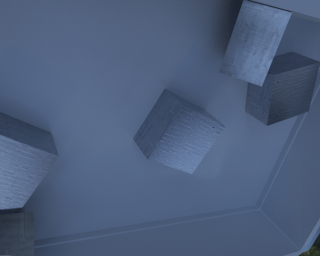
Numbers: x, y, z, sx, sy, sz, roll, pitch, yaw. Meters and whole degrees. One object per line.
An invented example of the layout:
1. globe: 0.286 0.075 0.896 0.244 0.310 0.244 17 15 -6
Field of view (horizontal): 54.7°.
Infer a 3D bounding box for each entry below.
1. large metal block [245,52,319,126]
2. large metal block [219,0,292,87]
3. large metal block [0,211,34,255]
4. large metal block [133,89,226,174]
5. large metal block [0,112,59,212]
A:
1. large metal block: 0.177 -0.059 0.456 0.081 0.050 0.079 -17 126 -19
2. large metal block: 0.114 -0.102 0.367 0.080 0.050 0.079 -41 150 -62
3. large metal block: -0.188 0.126 0.342 0.081 0.050 0.080 1 160 -30
4. large metal block: 0.025 0.006 0.412 0.080 0.050 0.080 23 106 -37
5. large metal block: -0.167 0.034 0.322 0.080 0.050 0.080 30 102 -38
